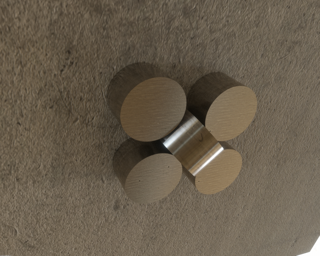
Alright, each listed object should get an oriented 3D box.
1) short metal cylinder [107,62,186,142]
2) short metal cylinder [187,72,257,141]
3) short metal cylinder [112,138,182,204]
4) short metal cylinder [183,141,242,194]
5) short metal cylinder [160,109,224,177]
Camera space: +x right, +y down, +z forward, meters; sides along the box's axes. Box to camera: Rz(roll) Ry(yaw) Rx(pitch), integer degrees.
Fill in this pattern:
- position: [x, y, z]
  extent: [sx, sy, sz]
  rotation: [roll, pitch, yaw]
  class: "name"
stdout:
- position: [-0.016, -0.031, 0.364]
  extent: [0.081, 0.050, 0.079]
  rotation: [-14, 125, -21]
  class: "short metal cylinder"
- position: [0.082, -0.029, 0.419]
  extent: [0.081, 0.050, 0.079]
  rotation: [-14, 125, -21]
  class: "short metal cylinder"
- position: [-0.017, 0.054, 0.416]
  extent: [0.081, 0.050, 0.079]
  rotation: [-14, 125, -21]
  class: "short metal cylinder"
- position: [0.075, 0.052, 0.466]
  extent: [0.081, 0.050, 0.079]
  rotation: [-14, 125, -21]
  class: "short metal cylinder"
- position: [0.037, 0.017, 0.405]
  extent: [0.050, 0.080, 0.080]
  rotation: [-43, 130, 1]
  class: "short metal cylinder"
